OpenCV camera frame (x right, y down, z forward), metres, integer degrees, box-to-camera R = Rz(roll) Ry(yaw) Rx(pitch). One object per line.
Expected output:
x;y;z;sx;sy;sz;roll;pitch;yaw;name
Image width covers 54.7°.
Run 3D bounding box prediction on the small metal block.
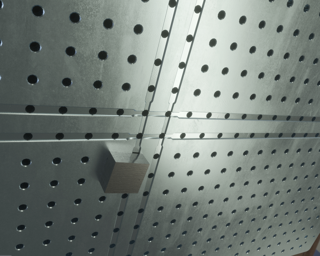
-0.049;0.062;0.424;0.050;0.025;0.050;8;114;-32;small metal block
